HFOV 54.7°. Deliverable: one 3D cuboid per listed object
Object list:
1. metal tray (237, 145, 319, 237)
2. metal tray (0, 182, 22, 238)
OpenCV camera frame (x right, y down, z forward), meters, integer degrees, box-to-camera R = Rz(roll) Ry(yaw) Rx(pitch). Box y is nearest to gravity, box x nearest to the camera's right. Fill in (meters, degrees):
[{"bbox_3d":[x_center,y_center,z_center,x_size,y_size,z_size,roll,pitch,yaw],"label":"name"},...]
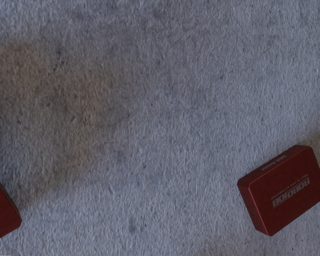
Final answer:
[{"bbox_3d":[0.192,0.093,0.480,0.131,0.030,0.090,-27,99,-18],"label":"metal tray"},{"bbox_3d":[-0.211,0.067,0.305,0.091,0.030,0.129,-30,118,-22],"label":"metal tray"}]
